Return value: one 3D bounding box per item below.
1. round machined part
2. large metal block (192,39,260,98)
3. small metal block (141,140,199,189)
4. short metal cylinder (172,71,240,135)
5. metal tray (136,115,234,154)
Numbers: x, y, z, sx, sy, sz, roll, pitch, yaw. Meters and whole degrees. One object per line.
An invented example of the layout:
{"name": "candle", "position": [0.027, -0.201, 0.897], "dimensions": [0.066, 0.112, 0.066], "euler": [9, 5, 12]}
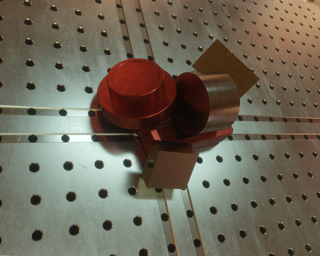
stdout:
{"name": "round machined part", "position": [-0.029, -0.049, 0.383], "dimensions": [0.099, 0.042, 0.098], "euler": [-1, 51, 1]}
{"name": "large metal block", "position": [0.098, -0.083, 0.466], "dimensions": [0.080, 0.050, 0.080], "euler": [44, 15, 1]}
{"name": "small metal block", "position": [0.011, 0.044, 0.364], "dimensions": [0.050, 0.050, 0.025], "euler": [7, 24, -24]}
{"name": "short metal cylinder", "position": [0.056, -0.033, 0.403], "dimensions": [0.050, 0.080, 0.080], "euler": [-9, 67, -33]}
{"name": "metal tray", "position": [0.029, -0.014, 0.427], "dimensions": [0.131, 0.030, 0.090], "euler": [-12, 68, -33]}
